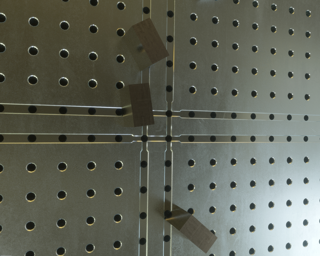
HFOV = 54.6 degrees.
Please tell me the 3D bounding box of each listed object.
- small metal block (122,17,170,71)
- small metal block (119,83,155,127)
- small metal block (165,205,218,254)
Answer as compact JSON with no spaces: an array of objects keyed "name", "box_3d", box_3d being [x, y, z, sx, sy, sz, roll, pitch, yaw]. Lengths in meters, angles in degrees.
[{"name":"small metal block","box_3d":[-0.019,-0.104,0.392,0.025,0.050,0.050,-32,101,-17]},{"name":"small metal block","box_3d":[-0.030,-0.027,0.388,0.025,0.050,0.050,-9,93,-20]},{"name":"small metal block","box_3d":[0.041,0.134,0.414,0.050,0.050,0.025,44,77,-15]}]
